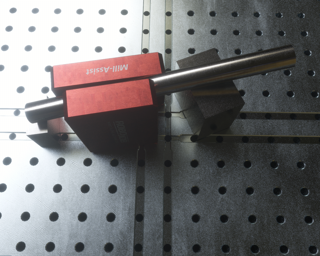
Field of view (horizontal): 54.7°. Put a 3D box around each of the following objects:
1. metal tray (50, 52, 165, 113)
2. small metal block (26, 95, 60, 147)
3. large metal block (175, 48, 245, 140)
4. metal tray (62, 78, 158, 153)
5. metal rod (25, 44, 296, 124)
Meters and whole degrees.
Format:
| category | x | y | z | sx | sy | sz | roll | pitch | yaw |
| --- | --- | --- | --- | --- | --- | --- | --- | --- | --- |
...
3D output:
| category | x | y | z | sx | sy | sz | roll | pitch | yaw |
| --- | --- | --- | --- | --- | --- | --- | --- | --- | --- |
| metal tray | -0.060 | -0.052 | 0.395 | 0.131 | 0.090 | 0.030 | -8 | 72 | -4 |
| small metal block | -0.150 | -0.008 | 0.399 | 0.025 | 0.050 | 0.050 | -8 | 70 | -3 |
| large metal block | 0.058 | -0.040 | 0.397 | 0.050 | 0.080 | 0.080 | -21 | 72 | -8 |
| metal tray | -0.049 | -0.008 | 0.358 | 0.091 | 0.130 | 0.030 | -9 | 71 | -4 |
| metal rod | -0.004 | -0.048 | 0.349 | 0.302 | 0.025 | 0.025 | -12 | 70 | 5 |
